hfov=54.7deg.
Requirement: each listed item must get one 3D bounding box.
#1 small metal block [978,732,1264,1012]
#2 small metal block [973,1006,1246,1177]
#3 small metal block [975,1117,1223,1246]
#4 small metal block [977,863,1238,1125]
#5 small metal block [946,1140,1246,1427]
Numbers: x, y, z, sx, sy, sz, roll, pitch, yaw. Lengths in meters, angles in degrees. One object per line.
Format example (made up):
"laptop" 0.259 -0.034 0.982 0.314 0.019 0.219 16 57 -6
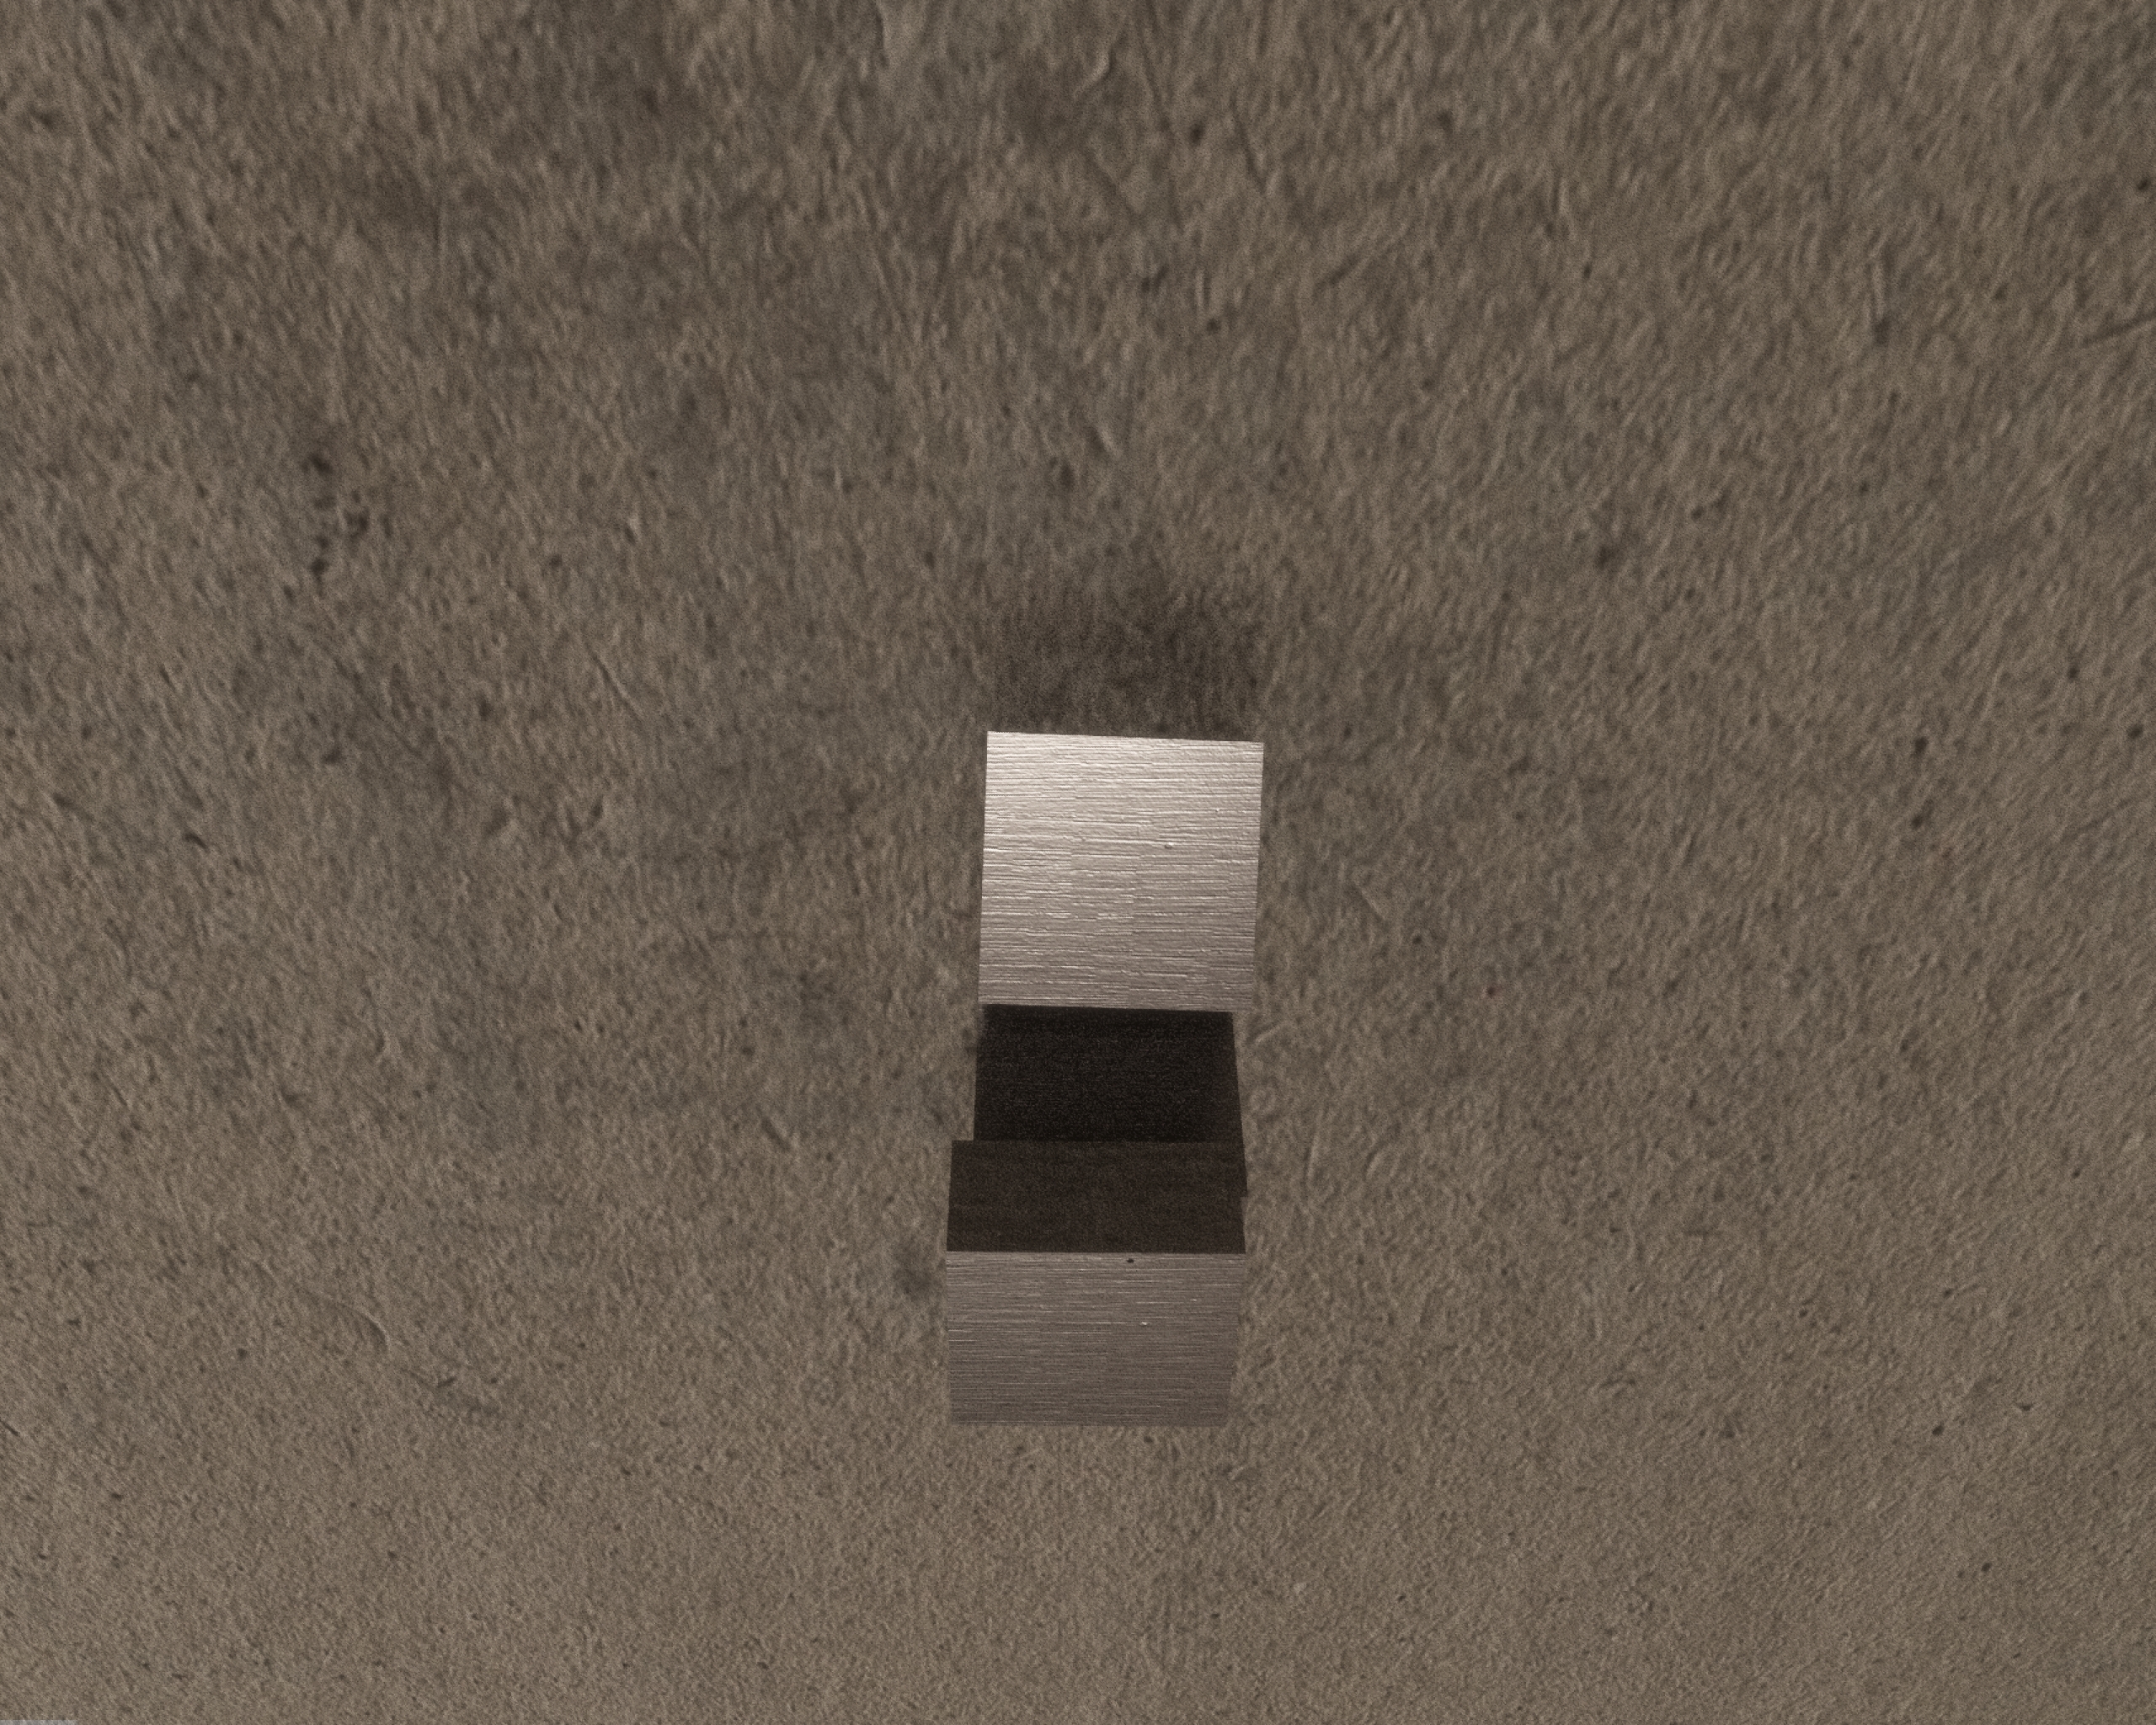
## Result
"small metal block" 0.008 0.001 0.394 0.050 0.025 0.050 2 94 -2
"small metal block" 0.005 0.053 0.404 0.050 0.050 0.025 2 130 -2
"small metal block" 0.004 0.069 0.451 0.050 0.025 0.050 2 171 -2
"small metal block" 0.005 0.028 0.433 0.050 0.025 0.050 2 130 -2
"small metal block" 0.003 0.076 0.375 0.050 0.025 0.050 1 130 -1
